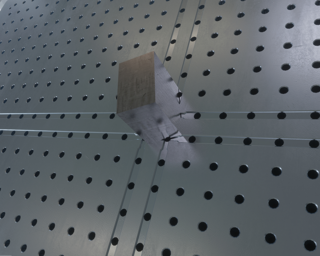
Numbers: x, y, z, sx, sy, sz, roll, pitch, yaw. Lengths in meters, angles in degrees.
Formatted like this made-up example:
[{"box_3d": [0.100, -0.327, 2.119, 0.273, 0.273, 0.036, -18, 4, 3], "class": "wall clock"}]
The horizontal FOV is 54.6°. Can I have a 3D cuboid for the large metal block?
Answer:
[{"box_3d": [-0.012, -0.037, 0.403, 0.050, 0.080, 0.080, -15, 56, 20], "class": "large metal block"}]
